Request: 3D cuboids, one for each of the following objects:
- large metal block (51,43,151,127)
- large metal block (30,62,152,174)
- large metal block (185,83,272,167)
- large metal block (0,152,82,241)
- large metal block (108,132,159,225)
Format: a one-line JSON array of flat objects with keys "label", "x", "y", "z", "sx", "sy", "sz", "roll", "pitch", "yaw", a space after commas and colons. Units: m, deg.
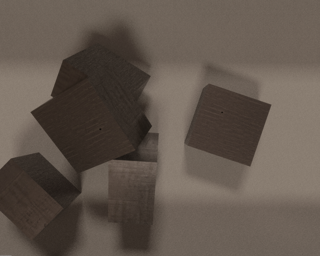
[{"label": "large metal block", "x": -0.069, "y": -0.052, "z": 0.376, "sx": 0.080, "sy": 0.080, "sz": 0.050, "roll": 32, "pitch": 123, "yaw": 0}, {"label": "large metal block", "x": -0.069, "y": -0.009, "z": 0.322, "sx": 0.080, "sy": 0.050, "sz": 0.080, "roll": -23, "pitch": 108, "yaw": 28}, {"label": "large metal block", "x": 0.084, "y": -0.004, "z": 0.400, "sx": 0.080, "sy": 0.050, "sz": 0.080, "roll": 19, "pitch": 90, "yaw": -1}, {"label": "large metal block", "x": -0.153, "y": 0.079, "z": 0.382, "sx": 0.080, "sy": 0.080, "sz": 0.050, "roll": 44, "pitch": 90, "yaw": -1}, {"label": "large metal block", "x": -0.030, "y": 0.056, "z": 0.372, "sx": 0.050, "sy": 0.080, "sz": 0.079, "roll": 4, "pitch": 111, "yaw": 0}]
